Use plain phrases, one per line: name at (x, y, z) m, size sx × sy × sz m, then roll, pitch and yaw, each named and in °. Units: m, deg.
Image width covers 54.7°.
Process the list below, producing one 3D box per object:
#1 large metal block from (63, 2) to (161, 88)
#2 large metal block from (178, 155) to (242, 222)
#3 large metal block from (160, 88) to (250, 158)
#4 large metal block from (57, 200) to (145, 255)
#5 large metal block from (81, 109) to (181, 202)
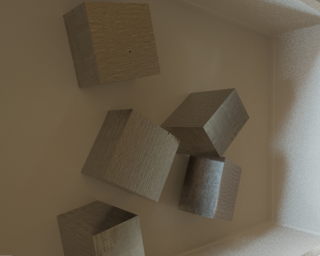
large metal block at (-0.052, -0.092, 0.348) m, size 0.081 × 0.050 × 0.079 m, roll -17°, pitch 101°, yaw -39°
large metal block at (0.074, 0.085, 0.441) m, size 0.080 × 0.050 × 0.080 m, roll 31°, pitch 70°, yaw -55°
large metal block at (0.061, -0.008, 0.424) m, size 0.080 × 0.080 × 0.050 m, roll -47°, pitch 119°, yaw -30°
large metal block at (-0.060, 0.129, 0.322) m, size 0.050 × 0.080 × 0.079 m, roll -14°, pitch 99°, yaw -40°
large metal block at (-0.032, 0.032, 0.365) m, size 0.080 × 0.050 × 0.080 m, roll 33°, pitch 69°, yaw -35°
